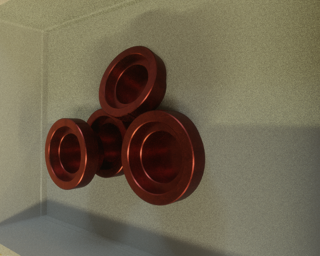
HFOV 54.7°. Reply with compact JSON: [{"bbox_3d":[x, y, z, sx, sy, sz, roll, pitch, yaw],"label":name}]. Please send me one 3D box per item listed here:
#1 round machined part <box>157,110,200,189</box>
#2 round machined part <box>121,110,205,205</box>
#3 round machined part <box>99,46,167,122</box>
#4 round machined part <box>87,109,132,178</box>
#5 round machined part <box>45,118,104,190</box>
[{"bbox_3d":[0.012,0.027,0.385,0.098,0.042,0.097,0,90,40],"label":"round machined part"},{"bbox_3d":[0.007,0.030,0.334,0.098,0.042,0.097,0,90,40],"label":"round machined part"},{"bbox_3d":[-0.031,-0.054,0.407,0.098,0.042,0.098,-15,63,33],"label":"round machined part"},{"bbox_3d":[-0.065,0.021,0.448,0.098,0.042,0.097,0,90,40],"label":"round machined part"},{"bbox_3d":[-0.117,0.035,0.436,0.098,0.042,0.097,0,90,40],"label":"round machined part"}]
